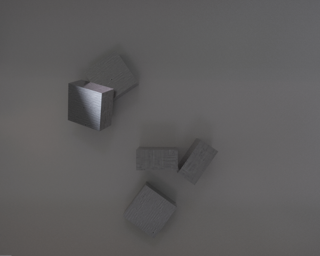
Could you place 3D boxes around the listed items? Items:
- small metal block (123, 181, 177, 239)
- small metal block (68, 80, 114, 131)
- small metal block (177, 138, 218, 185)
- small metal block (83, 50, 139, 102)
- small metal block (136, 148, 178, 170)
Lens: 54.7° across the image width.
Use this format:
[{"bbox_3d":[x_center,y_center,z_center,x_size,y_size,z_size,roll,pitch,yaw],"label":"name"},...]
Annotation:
[{"bbox_3d":[-0.013,0.108,0.411,0.050,0.025,0.050,36,90,0],"label":"small metal block"},{"bbox_3d":[-0.088,-0.029,0.393,0.050,0.025,0.050,18,116,21],"label":"small metal block"},{"bbox_3d":[0.046,0.041,0.399,0.025,0.050,0.050,35,90,0],"label":"small metal block"},{"bbox_3d":[-0.064,-0.066,0.411,0.050,0.025,0.050,-34,90,0],"label":"small metal block"},{"bbox_3d":[-0.004,0.038,0.399,0.050,0.050,0.025,0,90,0],"label":"small metal block"}]
